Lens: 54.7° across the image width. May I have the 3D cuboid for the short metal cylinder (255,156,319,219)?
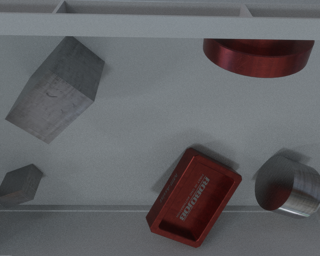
[{"bbox_3d":[0.184,0.086,0.449,0.050,0.080,0.079,20,127,-16],"label":"short metal cylinder"}]

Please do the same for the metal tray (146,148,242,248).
[{"bbox_3d":[0.050,0.105,0.458,0.090,0.030,0.129,28,97,-22],"label":"metal tray"}]

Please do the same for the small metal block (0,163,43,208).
[{"bbox_3d":[-0.210,0.086,0.463,0.050,0.050,0.025,-20,128,15],"label":"small metal block"}]

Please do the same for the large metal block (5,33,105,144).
[{"bbox_3d":[-0.110,-0.043,0.335,0.080,0.080,0.050,-37,121,27],"label":"large metal block"}]

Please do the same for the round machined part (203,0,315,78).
[{"bbox_3d":[0.091,-0.090,0.286,0.099,0.098,0.042,0,131,-1],"label":"round machined part"}]
